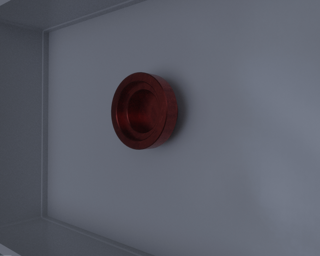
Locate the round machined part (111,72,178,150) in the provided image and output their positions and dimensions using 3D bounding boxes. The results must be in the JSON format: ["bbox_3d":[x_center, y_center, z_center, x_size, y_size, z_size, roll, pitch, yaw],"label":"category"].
[{"bbox_3d":[-0.016,-0.021,0.406,0.098,0.042,0.097,0,90,40],"label":"round machined part"}]
